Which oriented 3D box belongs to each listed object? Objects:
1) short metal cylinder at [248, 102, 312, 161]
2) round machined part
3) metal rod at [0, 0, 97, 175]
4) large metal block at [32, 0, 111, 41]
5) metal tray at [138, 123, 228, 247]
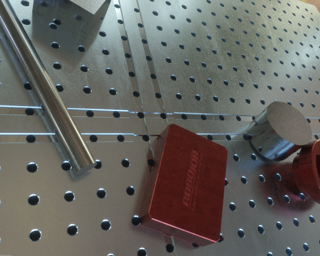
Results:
[{"bbox_3d":[0.188,0.005,0.488,0.081,0.050,0.080,12,53,-16],"label":"short metal cylinder"},{"bbox_3d":[0.243,0.070,0.479,0.099,0.042,0.098,13,66,-33],"label":"round machined part"},{"bbox_3d":[-0.156,-0.079,0.372,0.025,0.025,0.299,-22,73,-36],"label":"metal rod"},{"bbox_3d":[-0.120,-0.185,0.441,0.080,0.050,0.080,29,52,-11],"label":"large metal block"},{"bbox_3d":[0.034,0.067,0.384,0.090,0.030,0.130,24,53,-14],"label":"metal tray"}]
